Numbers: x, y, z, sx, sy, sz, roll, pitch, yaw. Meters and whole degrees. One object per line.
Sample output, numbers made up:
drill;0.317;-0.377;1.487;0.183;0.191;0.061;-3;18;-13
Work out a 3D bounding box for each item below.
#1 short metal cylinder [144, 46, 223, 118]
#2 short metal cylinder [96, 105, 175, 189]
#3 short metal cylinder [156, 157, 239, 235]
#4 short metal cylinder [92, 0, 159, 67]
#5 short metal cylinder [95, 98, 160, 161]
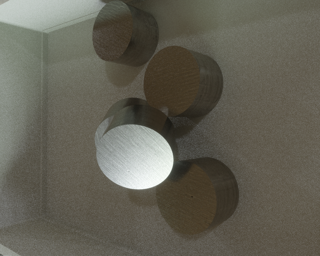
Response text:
short metal cylinder;0.027;-0.053;0.368;0.080;0.050;0.080;0;90;40
short metal cylinder;-0.024;0.020;0.343;0.080;0.050;0.079;2;117;4
short metal cylinder;0.042;0.075;0.356;0.080;0.050;0.080;0;90;40
short metal cylinder;-0.048;-0.129;0.431;0.080;0.050;0.080;0;90;40
short metal cylinder;-0.036;0.008;0.394;0.080;0.050;0.079;2;117;5
